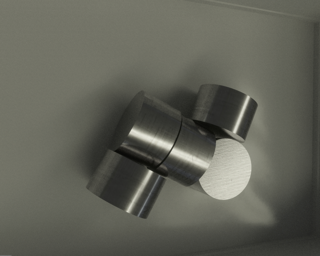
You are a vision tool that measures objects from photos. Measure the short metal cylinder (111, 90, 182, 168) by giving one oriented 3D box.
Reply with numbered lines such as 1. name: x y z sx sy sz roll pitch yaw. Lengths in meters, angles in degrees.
1. short metal cylinder: -0.018 0.002 0.374 0.050 0.080 0.080 27 81 -18

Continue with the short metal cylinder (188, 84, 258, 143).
1. short metal cylinder: 0.082 -0.018 0.411 0.080 0.080 0.050 24 82 -19

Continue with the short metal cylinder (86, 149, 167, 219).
1. short metal cylinder: -0.039 0.065 0.366 0.080 0.080 0.050 31 80 -18

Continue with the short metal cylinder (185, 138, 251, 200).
1. short metal cylinder: 0.076 0.053 0.425 0.081 0.050 0.079 0 90 -21

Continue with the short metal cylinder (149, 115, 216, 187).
1. short metal cylinder: 0.025 0.027 0.391 0.050 0.080 0.080 28 81 -18
